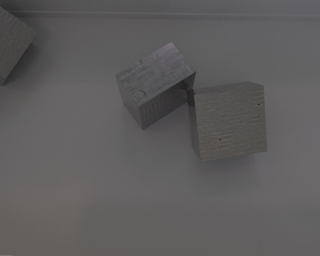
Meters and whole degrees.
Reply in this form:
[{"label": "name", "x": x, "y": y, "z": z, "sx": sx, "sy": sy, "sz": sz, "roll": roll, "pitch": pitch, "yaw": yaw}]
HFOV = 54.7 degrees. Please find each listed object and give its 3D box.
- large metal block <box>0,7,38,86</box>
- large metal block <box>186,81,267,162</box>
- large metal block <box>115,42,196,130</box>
[{"label": "large metal block", "x": -0.227, "y": -0.116, "z": 0.418, "sx": 0.080, "sy": 0.050, "sz": 0.080, "roll": 33, "pitch": 70, "yaw": -24}, {"label": "large metal block", "x": 0.081, "y": -0.010, "z": 0.381, "sx": 0.081, "sy": 0.050, "sz": 0.079, "roll": -9, "pitch": 104, "yaw": -3}, {"label": "large metal block", "x": -0.005, "y": -0.051, "z": 0.399, "sx": 0.080, "sy": 0.080, "sz": 0.050, "roll": -33, "pitch": 73, "yaw": -11}]
